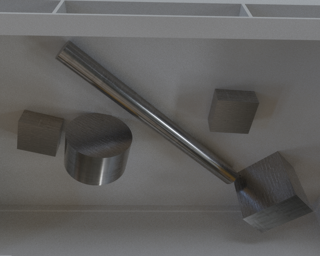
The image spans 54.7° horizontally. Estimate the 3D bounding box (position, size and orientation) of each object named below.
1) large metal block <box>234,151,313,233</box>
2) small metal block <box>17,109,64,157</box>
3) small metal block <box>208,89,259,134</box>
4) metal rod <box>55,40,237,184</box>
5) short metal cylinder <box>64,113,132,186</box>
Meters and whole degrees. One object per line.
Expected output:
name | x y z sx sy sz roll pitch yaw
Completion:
large metal block | 0.161 0.094 0.456 0.080 0.080 0.050 -35 122 25
small metal block | -0.160 0.008 0.413 0.050 0.025 0.050 14 129 -12
small metal block | 0.091 -0.021 0.393 0.050 0.025 0.050 3 130 -4
metal rod | 0.001 -0.005 0.404 0.301 0.025 0.025 37 121 -28
short metal cylinder | -0.079 0.026 0.394 0.081 0.080 0.050 10 129 -9
